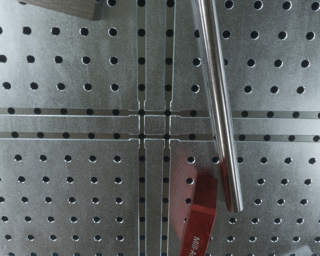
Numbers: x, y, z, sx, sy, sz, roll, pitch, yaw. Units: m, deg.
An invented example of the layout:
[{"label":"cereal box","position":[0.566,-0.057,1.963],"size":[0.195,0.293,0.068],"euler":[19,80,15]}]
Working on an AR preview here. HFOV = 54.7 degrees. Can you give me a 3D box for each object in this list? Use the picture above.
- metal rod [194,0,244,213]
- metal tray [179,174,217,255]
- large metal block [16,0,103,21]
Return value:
[{"label":"metal rod","position":[0.081,-0.019,0.407],"size":[0.025,0.025,0.298],"euler":[-11,110,4]},{"label":"metal tray","position":[0.050,0.141,0.429],"size":[0.030,0.090,0.129],"euler":[12,110,7]},{"label":"large metal block","position":[-0.101,-0.168,0.337],"size":[0.081,0.050,0.079],"euler":[14,109,-6]}]
